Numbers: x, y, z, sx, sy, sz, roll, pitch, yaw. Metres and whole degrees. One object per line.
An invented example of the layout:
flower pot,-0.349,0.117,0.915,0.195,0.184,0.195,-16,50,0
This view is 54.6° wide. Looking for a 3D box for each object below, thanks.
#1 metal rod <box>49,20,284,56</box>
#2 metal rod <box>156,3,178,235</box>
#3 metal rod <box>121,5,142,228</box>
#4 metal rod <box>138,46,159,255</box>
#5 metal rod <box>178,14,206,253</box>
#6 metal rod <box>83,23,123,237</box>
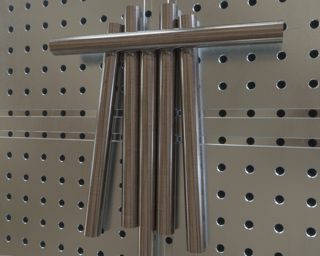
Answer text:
metal rod,-0.007,-0.110,0.389,0.301,0.025,0.025,2,91,20
metal rod,0.010,-0.011,0.411,0.025,0.025,0.298,1,90,20
metal rod,-0.039,-0.015,0.427,0.025,0.025,0.298,1,90,20
metal rod,-0.016,0.041,0.418,0.025,0.025,0.298,1,91,20
metal rod,0.041,0.007,0.399,0.025,0.025,0.298,-3,89,20
metal rod,-0.079,0.004,0.440,0.025,0.025,0.298,8,93,20
